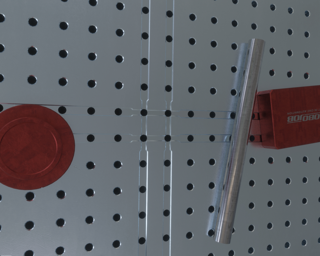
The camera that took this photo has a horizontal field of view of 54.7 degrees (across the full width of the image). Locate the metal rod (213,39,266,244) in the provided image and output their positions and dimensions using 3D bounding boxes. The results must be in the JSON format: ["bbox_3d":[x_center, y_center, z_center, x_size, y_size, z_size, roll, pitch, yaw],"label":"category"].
[{"bbox_3d":[0.117,0.016,0.456,0.025,0.025,0.298,13,86,-20],"label":"metal rod"}]

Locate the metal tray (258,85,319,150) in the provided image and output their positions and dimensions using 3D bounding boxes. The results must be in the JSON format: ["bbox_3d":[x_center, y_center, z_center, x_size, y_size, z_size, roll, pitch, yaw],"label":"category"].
[{"bbox_3d":[0.222,-0.020,0.492,0.131,0.030,0.089,-7,93,-20],"label":"metal tray"}]

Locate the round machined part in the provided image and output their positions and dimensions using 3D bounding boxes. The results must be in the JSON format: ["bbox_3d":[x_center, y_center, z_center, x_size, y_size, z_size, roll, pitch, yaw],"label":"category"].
[{"bbox_3d":[-0.147,0.022,0.350,0.099,0.042,0.097,0,90,-20],"label":"round machined part"}]
